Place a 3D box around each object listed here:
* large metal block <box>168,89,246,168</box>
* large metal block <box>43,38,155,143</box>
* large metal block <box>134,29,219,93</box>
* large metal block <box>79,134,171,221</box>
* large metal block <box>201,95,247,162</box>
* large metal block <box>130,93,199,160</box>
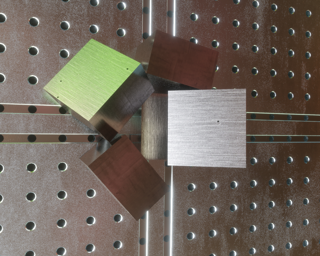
[{"bbox_3d":[0.054,0.000,0.345,0.080,0.050,0.080,0,89,14],"label":"large metal block"},{"bbox_3d":[-0.068,-0.044,0.351,0.080,0.080,0.050,-51,150,-13],"label":"large metal block"},{"bbox_3d":[0.014,-0.075,0.389,0.081,0.080,0.050,14,85,-19],"label":"large metal block"},{"bbox_3d":[-0.045,0.053,0.365,0.050,0.080,0.080,-42,104,-16],"label":"large metal block"},{"bbox_3d":[0.086,0.000,0.406,0.050,0.080,0.080,0,90,18],"label":"large metal block"},{"bbox_3d":[0.007,-0.002,0.402,0.081,0.050,0.080,1,90,-20],"label":"large metal block"}]
